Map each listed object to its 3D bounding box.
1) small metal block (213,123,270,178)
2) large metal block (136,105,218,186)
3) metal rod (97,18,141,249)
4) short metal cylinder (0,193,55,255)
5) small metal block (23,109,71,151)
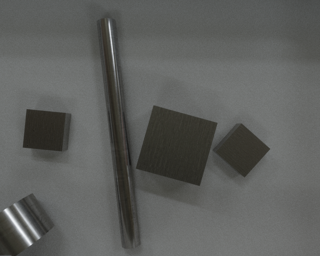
[{"bbox_3d":[0.108,0.029,0.413,0.050,0.025,0.050,42,90,-1],"label":"small metal block"},{"bbox_3d":[0.020,0.021,0.399,0.080,0.050,0.080,16,90,-1],"label":"large metal block"},{"bbox_3d":[-0.054,0.007,0.410,0.025,0.025,0.298,-6,90,0],"label":"metal rod"},{"bbox_3d":[-0.180,0.125,0.382,0.080,0.080,0.050,-34,90,0],"label":"short metal cylinder"},{"bbox_3d":[-0.148,0.003,0.409,0.050,0.025,0.050,6,90,-1],"label":"small metal block"}]
